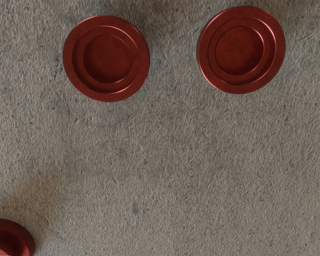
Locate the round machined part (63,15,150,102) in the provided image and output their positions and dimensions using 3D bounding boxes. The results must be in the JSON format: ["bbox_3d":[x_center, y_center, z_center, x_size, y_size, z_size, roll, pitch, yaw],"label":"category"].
[{"bbox_3d":[-0.061,-0.083,0.369,0.099,0.042,0.097,0,110,0],"label":"round machined part"}]

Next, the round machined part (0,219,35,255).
[{"bbox_3d":[-0.246,0.190,0.469,0.099,0.042,0.097,0,110,0],"label":"round machined part"}]

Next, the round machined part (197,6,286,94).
[{"bbox_3d":[0.092,-0.092,0.367,0.099,0.042,0.097,0,110,0],"label":"round machined part"}]
